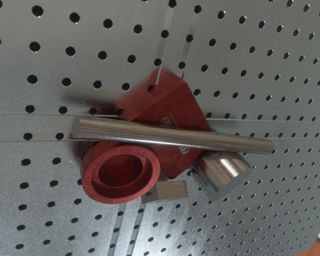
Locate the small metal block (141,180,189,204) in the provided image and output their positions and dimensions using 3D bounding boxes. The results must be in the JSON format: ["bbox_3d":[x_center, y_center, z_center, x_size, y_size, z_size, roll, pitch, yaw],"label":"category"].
[{"bbox_3d":[0.006,0.095,0.457,0.050,0.025,0.050,2,161,-31],"label":"small metal block"}]

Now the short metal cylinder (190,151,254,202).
[{"bbox_3d":[0.093,0.067,0.470,0.080,0.050,0.080,-30,154,-17],"label":"short metal cylinder"}]

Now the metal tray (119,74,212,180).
[{"bbox_3d":[0.017,0.003,0.422,0.090,0.030,0.130,-37,130,-4],"label":"metal tray"}]

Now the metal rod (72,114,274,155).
[{"bbox_3d":[0.040,0.014,0.402,0.302,0.025,0.025,7,115,-32],"label":"metal rod"}]

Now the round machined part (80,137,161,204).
[{"bbox_3d":[-0.052,0.048,0.396,0.099,0.042,0.097,-11,128,-15],"label":"round machined part"}]
